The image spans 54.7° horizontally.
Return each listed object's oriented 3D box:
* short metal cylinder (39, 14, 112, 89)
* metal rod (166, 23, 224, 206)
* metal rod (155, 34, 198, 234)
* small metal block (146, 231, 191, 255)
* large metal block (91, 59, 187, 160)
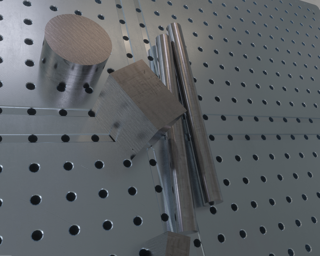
[{"bbox_3d":[-0.107,-0.096,0.393,0.081,0.050,0.080,14,56,-21],"label":"short metal cylinder"},{"bbox_3d":[0.045,-0.037,0.455,0.025,0.025,0.299,5,59,-26],"label":"metal rod"},{"bbox_3d":[0.018,-0.011,0.424,0.025,0.025,0.299,8,58,-24],"label":"metal rod"},{"bbox_3d":[0.005,0.137,0.312,0.025,0.050,0.050,21,54,-16],"label":"small metal block"},{"bbox_3d":[-0.028,-0.020,0.370,0.050,0.080,0.080,-35,82,-38],"label":"large metal block"}]
